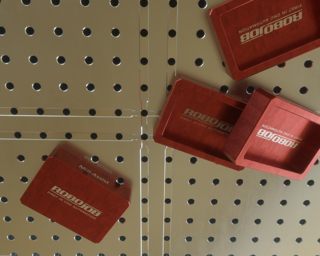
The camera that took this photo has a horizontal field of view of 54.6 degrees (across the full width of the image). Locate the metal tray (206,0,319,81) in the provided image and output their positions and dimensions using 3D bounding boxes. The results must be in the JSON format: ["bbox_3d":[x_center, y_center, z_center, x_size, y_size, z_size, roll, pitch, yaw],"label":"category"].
[{"bbox_3d":[0.131,-0.122,0.366,0.130,0.030,0.090,-22,109,8],"label":"metal tray"}]

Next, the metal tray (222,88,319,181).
[{"bbox_3d":[0.153,0.012,0.390,0.131,0.030,0.090,16,109,-29],"label":"metal tray"}]

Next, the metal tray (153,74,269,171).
[{"bbox_3d":[0.066,-0.006,0.408,0.131,0.030,0.089,20,109,-7],"label":"metal tray"}]

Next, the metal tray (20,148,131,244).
[{"bbox_3d":[-0.118,0.099,0.446,0.130,0.030,0.090,34,106,-12],"label":"metal tray"}]
